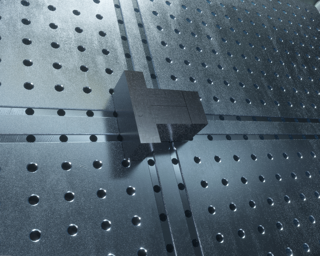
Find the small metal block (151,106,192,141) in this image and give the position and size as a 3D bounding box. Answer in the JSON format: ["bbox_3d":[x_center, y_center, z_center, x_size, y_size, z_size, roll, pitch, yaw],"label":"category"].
[{"bbox_3d":[0.004,-0.005,0.398,0.050,0.050,0.025,0,62,-29],"label":"small metal block"}]

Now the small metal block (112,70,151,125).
[{"bbox_3d":[-0.038,-0.038,0.395,0.025,0.050,0.050,0,62,-29],"label":"small metal block"}]

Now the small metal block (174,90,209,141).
[{"bbox_3d":[0.035,-0.016,0.421,0.025,0.050,0.050,0,62,-29],"label":"small metal block"}]

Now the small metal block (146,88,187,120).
[{"bbox_3d":[-0.002,-0.027,0.408,0.050,0.050,0.025,0,62,-29],"label":"small metal block"}]

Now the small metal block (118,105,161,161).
[{"bbox_3d":[-0.026,0.006,0.375,0.025,0.050,0.050,0,62,-29],"label":"small metal block"}]
